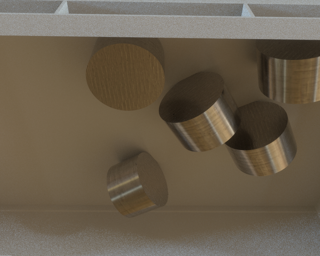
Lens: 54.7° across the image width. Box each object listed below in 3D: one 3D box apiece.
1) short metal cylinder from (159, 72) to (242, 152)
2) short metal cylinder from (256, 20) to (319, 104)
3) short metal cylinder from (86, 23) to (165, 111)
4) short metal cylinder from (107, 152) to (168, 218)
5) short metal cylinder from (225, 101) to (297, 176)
[{"bbox_3d":[0.046,-0.019,0.357,0.080,0.080,0.050,-24,126,19],"label":"short metal cylinder"},{"bbox_3d":[0.141,-0.069,0.316,0.080,0.080,0.050,-11,129,9],"label":"short metal cylinder"},{"bbox_3d":[-0.035,-0.066,0.336,0.081,0.050,0.079,0,130,0],"label":"short metal cylinder"},{"bbox_3d":[-0.031,0.081,0.441,0.050,0.080,0.080,-26,126,20],"label":"short metal cylinder"},{"bbox_3d":[0.122,0.013,0.385,0.080,0.080,0.050,-21,127,17],"label":"short metal cylinder"}]
